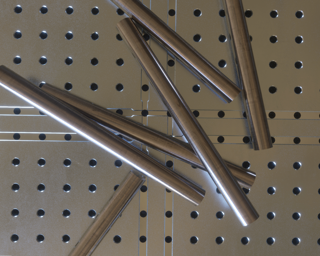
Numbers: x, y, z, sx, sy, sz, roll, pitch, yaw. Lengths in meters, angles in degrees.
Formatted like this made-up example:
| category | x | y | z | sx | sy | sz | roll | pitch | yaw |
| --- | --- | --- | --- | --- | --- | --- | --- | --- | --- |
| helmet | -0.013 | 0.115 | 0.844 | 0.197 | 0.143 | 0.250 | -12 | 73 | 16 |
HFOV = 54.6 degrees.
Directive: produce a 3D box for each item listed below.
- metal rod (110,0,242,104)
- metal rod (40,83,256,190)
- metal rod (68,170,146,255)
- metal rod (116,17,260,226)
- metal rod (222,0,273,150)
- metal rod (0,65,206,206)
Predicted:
| category | x | y | z | sx | sy | sz | roll | pitch | yaw |
| --- | --- | --- | --- | --- | --- | --- | --- | --- | --- |
| metal rod | -0.013 | -0.141 | 0.413 | 0.300 | 0.025 | 0.025 | 41 | 90 | 0 |
| metal rod | -0.017 | 0.011 | 0.413 | 0.301 | 0.025 | 0.025 | 23 | 90 | 0 |
| metal rod | -0.117 | 0.184 | 0.412 | 0.025 | 0.025 | 0.300 | 36 | 90 | 0 |
| metal rod | 0.031 | -0.013 | 0.395 | 0.025 | 0.025 | 0.299 | -32 | 83 | 0 |
| metal rod | 0.107 | -0.119 | 0.413 | 0.025 | 0.025 | 0.299 | -12 | 90 | 0 |
| metal rod | -0.073 | 0.013 | 0.397 | 0.301 | 0.025 | 0.025 | 32 | 90 | -6 |
